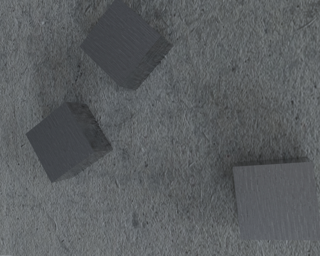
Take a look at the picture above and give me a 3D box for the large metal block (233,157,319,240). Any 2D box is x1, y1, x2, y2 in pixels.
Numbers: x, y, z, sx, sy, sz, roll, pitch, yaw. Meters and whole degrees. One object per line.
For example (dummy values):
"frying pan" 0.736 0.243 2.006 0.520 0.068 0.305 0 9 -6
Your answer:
"large metal block" 0.130 0.078 0.350 0.080 0.050 0.080 -7 88 20

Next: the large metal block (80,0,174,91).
"large metal block" -0.044 -0.108 0.411 0.080 0.050 0.080 45 104 14

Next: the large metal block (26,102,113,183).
"large metal block" -0.128 0.020 0.441 0.080 0.050 0.080 -35 79 16
